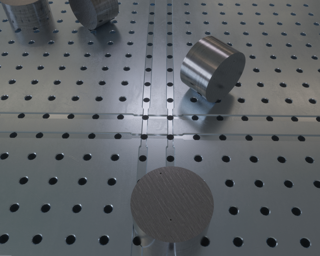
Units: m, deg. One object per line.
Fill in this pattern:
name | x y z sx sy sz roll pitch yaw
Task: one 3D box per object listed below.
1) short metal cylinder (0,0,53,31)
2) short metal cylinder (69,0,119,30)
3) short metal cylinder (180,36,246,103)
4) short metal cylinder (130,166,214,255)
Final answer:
short metal cylinder | -0.249 -0.226 0.580 0.081 0.050 0.080 0 50 0
short metal cylinder | -0.121 -0.227 0.561 0.080 0.080 0.050 35 59 26
short metal cylinder | 0.075 -0.083 0.442 0.080 0.080 0.050 -33 58 -25
short metal cylinder | 0.012 0.087 0.318 0.081 0.050 0.080 0 50 0
